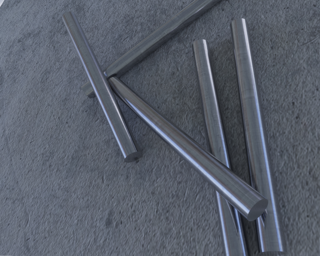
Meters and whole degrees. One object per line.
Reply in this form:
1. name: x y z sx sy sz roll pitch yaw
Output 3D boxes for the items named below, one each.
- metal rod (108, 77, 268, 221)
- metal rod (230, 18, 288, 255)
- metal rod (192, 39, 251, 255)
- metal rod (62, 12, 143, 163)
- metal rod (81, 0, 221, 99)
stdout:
1. metal rod: 0.007 0.002 0.378 0.025 0.025 0.300 -45 45 -3
2. metal rod: 0.106 -0.015 0.357 0.025 0.025 0.299 -12 57 22
3. metal rod: 0.066 0.008 0.364 0.025 0.025 0.299 -16 55 19
4. metal rod: -0.097 -0.078 0.471 0.025 0.025 0.299 -32 61 7
5. metal rod: 0.001 -0.147 0.493 0.300 0.025 0.025 -36 51 3
